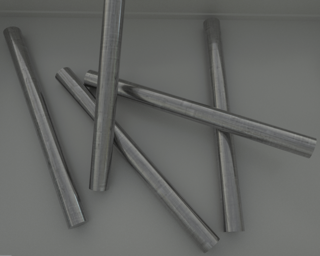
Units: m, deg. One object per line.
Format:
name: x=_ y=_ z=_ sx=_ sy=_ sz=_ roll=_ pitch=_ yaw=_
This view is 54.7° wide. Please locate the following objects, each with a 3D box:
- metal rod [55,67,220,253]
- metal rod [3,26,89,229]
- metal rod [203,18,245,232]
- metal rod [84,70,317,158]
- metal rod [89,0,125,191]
metal rod: x=-0.038 y=0.030 z=0.398 sx=0.025 sy=0.025 sz=0.300 roll=-39 pitch=75 yaw=-13
metal rod: x=-0.158 y=-0.013 z=0.413 sx=0.025 sy=0.025 sz=0.299 roll=-23 pitch=72 yaw=-8
metal rod: x=0.082 y=-0.018 z=0.416 sx=0.025 sy=0.025 sz=0.299 roll=-2 pitch=70 yaw=-1
metal rod: x=0.038 y=-0.023 z=0.397 sx=0.301 sy=0.025 sz=0.025 roll=19 pitch=71 yaw=15
metal rod: x=-0.061 y=-0.073 z=0.373 sx=0.025 sy=0.025 sz=0.298 roll=6 pitch=94 yaw=2
